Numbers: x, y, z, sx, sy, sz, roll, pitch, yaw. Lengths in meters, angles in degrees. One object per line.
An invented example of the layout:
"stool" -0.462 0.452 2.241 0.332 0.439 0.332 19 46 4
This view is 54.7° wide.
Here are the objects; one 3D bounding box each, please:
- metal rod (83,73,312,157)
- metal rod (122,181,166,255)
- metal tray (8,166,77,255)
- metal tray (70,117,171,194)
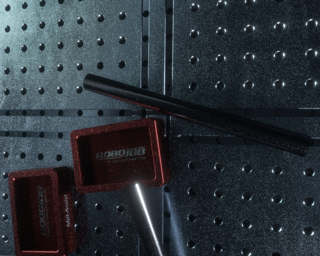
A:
"metal rod" 0.033 -0.023 0.400 0.301 0.025 0.025 18 96 18
"metal rod" 0.013 0.213 0.390 0.025 0.025 0.298 -19 90 19
"metal tray" -0.179 0.127 0.471 0.090 0.030 0.129 -7 88 19
"metal tray" -0.057 0.039 0.428 0.130 0.030 0.089 -9 87 19
